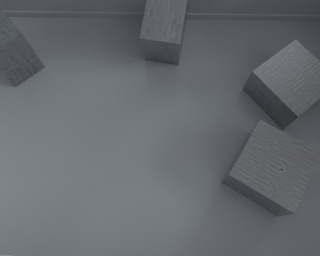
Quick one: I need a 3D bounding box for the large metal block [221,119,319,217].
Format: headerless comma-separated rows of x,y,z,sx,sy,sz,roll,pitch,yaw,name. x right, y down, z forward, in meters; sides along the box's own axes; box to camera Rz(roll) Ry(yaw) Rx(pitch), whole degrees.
0.134,0.050,0.379,0.080,0.050,0.080,31,73,10,large metal block

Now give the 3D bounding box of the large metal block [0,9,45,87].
-0.214,-0.115,0.421,0.050,0.080,0.080,-40,75,-13,large metal block

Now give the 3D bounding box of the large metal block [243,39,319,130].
0.175,-0.058,0.418,0.080,0.050,0.080,-36,74,-12,large metal block

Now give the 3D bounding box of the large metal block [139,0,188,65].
0.008,-0.140,0.423,0.050,0.080,0.080,9,83,3,large metal block
